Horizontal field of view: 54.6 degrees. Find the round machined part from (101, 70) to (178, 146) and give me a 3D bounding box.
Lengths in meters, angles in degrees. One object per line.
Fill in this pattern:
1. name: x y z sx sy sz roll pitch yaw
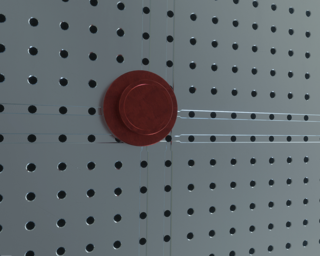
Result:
1. round machined part: -0.022 -0.025 0.395 0.099 0.042 0.097 0 90 -19
